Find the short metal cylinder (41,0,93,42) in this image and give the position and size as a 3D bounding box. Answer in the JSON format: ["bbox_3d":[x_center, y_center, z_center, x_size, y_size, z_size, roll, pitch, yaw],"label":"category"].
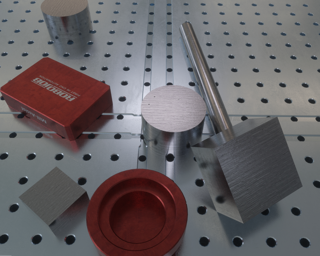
[{"bbox_3d":[-0.166,-0.199,0.558,0.081,0.050,0.080,0,50,0],"label":"short metal cylinder"}]

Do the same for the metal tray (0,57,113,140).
[{"bbox_3d":[-0.146,-0.046,0.442,0.130,0.030,0.090,26,55,20],"label":"metal tray"}]

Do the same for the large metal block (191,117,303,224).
[{"bbox_3d":[0.092,0.041,0.331,0.081,0.050,0.080,-24,97,-19],"label":"large metal block"}]

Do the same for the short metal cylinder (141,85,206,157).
[{"bbox_3d":[0.017,-0.010,0.400,0.081,0.050,0.080,0,50,0],"label":"short metal cylinder"}]

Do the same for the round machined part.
[{"bbox_3d":[-0.022,0.094,0.317,0.099,0.042,0.098,0,50,0],"label":"round machined part"}]

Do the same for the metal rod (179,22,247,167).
[{"bbox_3d":[0.070,-0.066,0.463,0.025,0.025,0.300,-7,50,-6],"label":"metal rod"}]

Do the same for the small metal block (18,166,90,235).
[{"bbox_3d":[-0.115,0.079,0.341,0.050,0.025,0.050,32,57,24],"label":"small metal block"}]
